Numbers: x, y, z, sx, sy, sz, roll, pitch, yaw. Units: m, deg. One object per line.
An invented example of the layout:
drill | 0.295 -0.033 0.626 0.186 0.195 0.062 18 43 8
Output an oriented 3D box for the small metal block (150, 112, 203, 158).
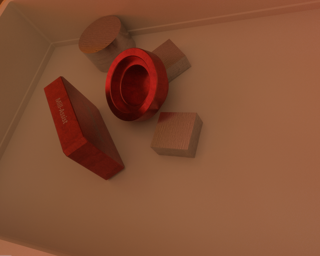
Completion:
small metal block | 0.022 0.008 0.389 0.050 0.025 0.050 2 63 29

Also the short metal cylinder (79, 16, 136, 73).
short metal cylinder | -0.088 -0.140 0.520 0.080 0.050 0.080 -13 57 21

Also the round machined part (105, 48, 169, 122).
round machined part | -0.027 -0.057 0.426 0.098 0.042 0.097 -2 87 40

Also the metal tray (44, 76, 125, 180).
metal tray | -0.102 -0.001 0.416 0.030 0.090 0.130 -36 51 5

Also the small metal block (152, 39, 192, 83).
small metal block | 0.010 -0.097 0.459 0.050 0.025 0.050 -36 51 3
